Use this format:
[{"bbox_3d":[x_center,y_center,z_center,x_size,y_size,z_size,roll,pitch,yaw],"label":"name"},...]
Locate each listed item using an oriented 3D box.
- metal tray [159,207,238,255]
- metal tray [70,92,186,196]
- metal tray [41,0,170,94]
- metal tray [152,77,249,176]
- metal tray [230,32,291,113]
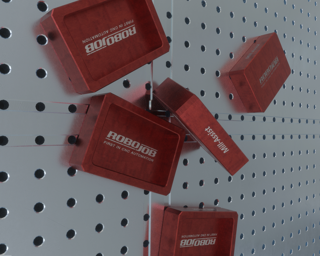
[{"bbox_3d":[0.059,0.165,0.454,0.131,0.030,0.090,13,82,-39],"label":"metal tray"},{"bbox_3d":[-0.032,0.023,0.377,0.131,0.030,0.090,26,74,-37],"label":"metal tray"},{"bbox_3d":[-0.055,-0.106,0.358,0.131,0.030,0.090,-37,113,-34],"label":"metal tray"},{"bbox_3d":[0.053,-0.002,0.407,0.030,0.090,0.130,-44,120,1],"label":"metal tray"},{"bbox_3d":[0.184,-0.100,0.558,0.130,0.030,0.090,-48,119,-29],"label":"metal tray"}]
